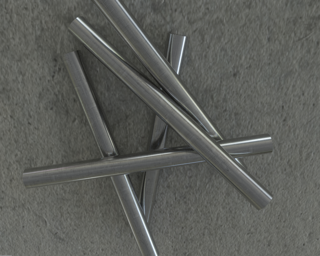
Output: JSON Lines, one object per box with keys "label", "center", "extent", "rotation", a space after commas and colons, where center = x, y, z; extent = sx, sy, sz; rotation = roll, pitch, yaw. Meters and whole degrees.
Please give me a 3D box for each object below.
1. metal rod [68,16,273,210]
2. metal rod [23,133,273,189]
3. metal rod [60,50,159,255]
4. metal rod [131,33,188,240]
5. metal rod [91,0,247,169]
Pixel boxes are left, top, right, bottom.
{"label": "metal rod", "center": [0.010, -0.019, 0.359], "extent": [0.300, 0.025, 0.025], "rotation": [43, 105, 2]}
{"label": "metal rod", "center": [-0.015, 0.041, 0.383], "extent": [0.302, 0.025, 0.025], "rotation": [-8, 110, 0]}
{"label": "metal rod", "center": [-0.061, 0.046, 0.409], "extent": [0.025, 0.025, 0.298], "rotation": [-18, 103, 6]}
{"label": "metal rod", "center": [-0.005, 0.026, 0.419], "extent": [0.025, 0.025, 0.298], "rotation": [9, 110, -4]}
{"label": "metal rod", "center": [0.022, -0.041, 0.369], "extent": [0.025, 0.025, 0.300], "rotation": [-35, 116, 12]}
